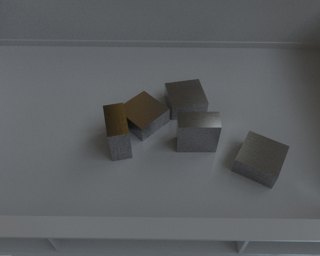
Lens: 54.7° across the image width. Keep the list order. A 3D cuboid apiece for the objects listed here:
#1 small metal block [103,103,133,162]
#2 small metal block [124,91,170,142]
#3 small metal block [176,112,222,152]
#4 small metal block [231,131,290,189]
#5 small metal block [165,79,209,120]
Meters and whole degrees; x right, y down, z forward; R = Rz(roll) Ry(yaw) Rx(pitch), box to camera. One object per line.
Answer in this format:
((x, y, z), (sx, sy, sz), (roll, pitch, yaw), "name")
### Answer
((-0.052, 0.005, 0.384), (0.025, 0.050, 0.050), (-10, 51, -8), "small metal block")
((-0.023, -0.017, 0.419), (0.050, 0.025, 0.050), (-37, 59, -27), "small metal block")
((0.046, 0.006, 0.384), (0.050, 0.050, 0.025), (0, 50, 0), "small metal block")
((0.121, 0.037, 0.374), (0.050, 0.025, 0.050), (23, 54, 18), "small metal block")
((0.036, -0.041, 0.440), (0.050, 0.025, 0.050), (-8, 51, -7), "small metal block")
